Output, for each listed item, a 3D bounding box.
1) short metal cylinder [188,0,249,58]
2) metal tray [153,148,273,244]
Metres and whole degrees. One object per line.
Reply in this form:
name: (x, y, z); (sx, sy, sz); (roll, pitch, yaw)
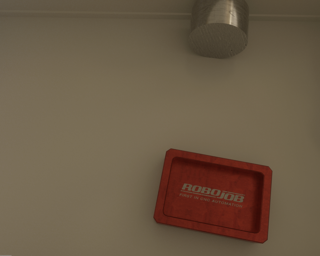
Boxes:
short metal cylinder: (0.082, -0.141, 0.433); (0.080, 0.080, 0.050); (7, 70, 2)
metal tray: (0.064, 0.082, 0.377); (0.131, 0.030, 0.090); (10, 70, 3)
